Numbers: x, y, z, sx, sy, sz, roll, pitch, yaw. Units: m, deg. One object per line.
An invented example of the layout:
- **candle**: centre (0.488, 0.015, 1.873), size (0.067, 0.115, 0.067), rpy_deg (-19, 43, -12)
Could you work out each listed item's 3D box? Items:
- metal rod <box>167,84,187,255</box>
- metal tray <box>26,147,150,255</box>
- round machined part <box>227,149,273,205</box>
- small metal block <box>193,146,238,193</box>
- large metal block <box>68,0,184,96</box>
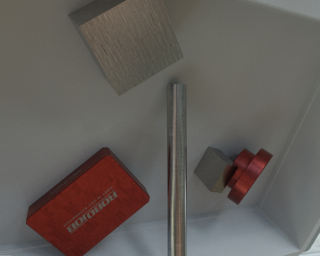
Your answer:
- **metal rod**: centre (0.022, 0.095, 0.398), size (0.025, 0.025, 0.298), rpy_deg (-2, 93, -28)
- **metal tray**: centre (-0.091, 0.099, 0.402), size (0.130, 0.030, 0.090), rpy_deg (-39, 113, -2)
- **round machined part**: centre (0.137, 0.072, 0.501), size (0.098, 0.042, 0.098), rpy_deg (-46, 159, -23)
- **small metal block**: centre (0.086, 0.065, 0.482), size (0.025, 0.050, 0.050), rpy_deg (15, 110, -35)
- **large metal block**: centre (-0.033, -0.093, 0.318), size (0.080, 0.050, 0.080), rpy_deg (-33, 129, -7)
